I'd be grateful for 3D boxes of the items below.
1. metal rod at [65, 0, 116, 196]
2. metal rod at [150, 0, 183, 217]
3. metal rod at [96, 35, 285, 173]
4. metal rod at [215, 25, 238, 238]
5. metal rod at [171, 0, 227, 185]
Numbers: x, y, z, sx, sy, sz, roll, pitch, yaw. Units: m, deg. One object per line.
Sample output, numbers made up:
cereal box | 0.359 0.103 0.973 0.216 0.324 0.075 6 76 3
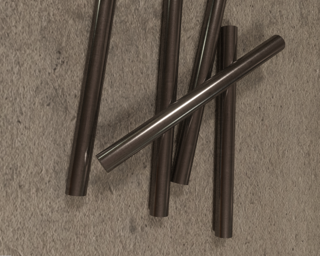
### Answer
metal rod | -0.080 -0.068 0.379 0.025 0.025 0.298 9 87 -20
metal rod | 0.009 -0.034 0.413 0.025 0.025 0.298 4 89 -20
metal rod | 0.051 -0.040 0.401 0.301 0.025 0.025 -35 102 -17
metal rod | 0.095 0.005 0.445 0.025 0.025 0.298 2 90 -20
metal rod | 0.058 -0.071 0.431 0.025 0.025 0.298 14 85 -20
